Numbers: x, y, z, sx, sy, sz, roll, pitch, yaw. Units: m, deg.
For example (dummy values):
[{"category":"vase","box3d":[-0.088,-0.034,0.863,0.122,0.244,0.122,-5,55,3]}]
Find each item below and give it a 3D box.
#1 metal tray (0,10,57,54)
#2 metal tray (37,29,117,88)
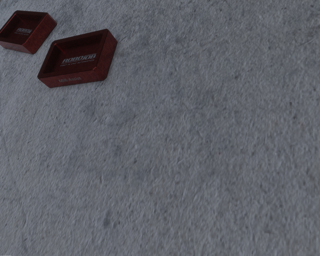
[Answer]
[{"category":"metal tray","box3d":[-0.300,-0.215,0.685,0.130,0.030,0.090,18,71,34]},{"category":"metal tray","box3d":[-0.147,-0.122,0.550,0.130,0.030,0.090,-3,60,26]}]
